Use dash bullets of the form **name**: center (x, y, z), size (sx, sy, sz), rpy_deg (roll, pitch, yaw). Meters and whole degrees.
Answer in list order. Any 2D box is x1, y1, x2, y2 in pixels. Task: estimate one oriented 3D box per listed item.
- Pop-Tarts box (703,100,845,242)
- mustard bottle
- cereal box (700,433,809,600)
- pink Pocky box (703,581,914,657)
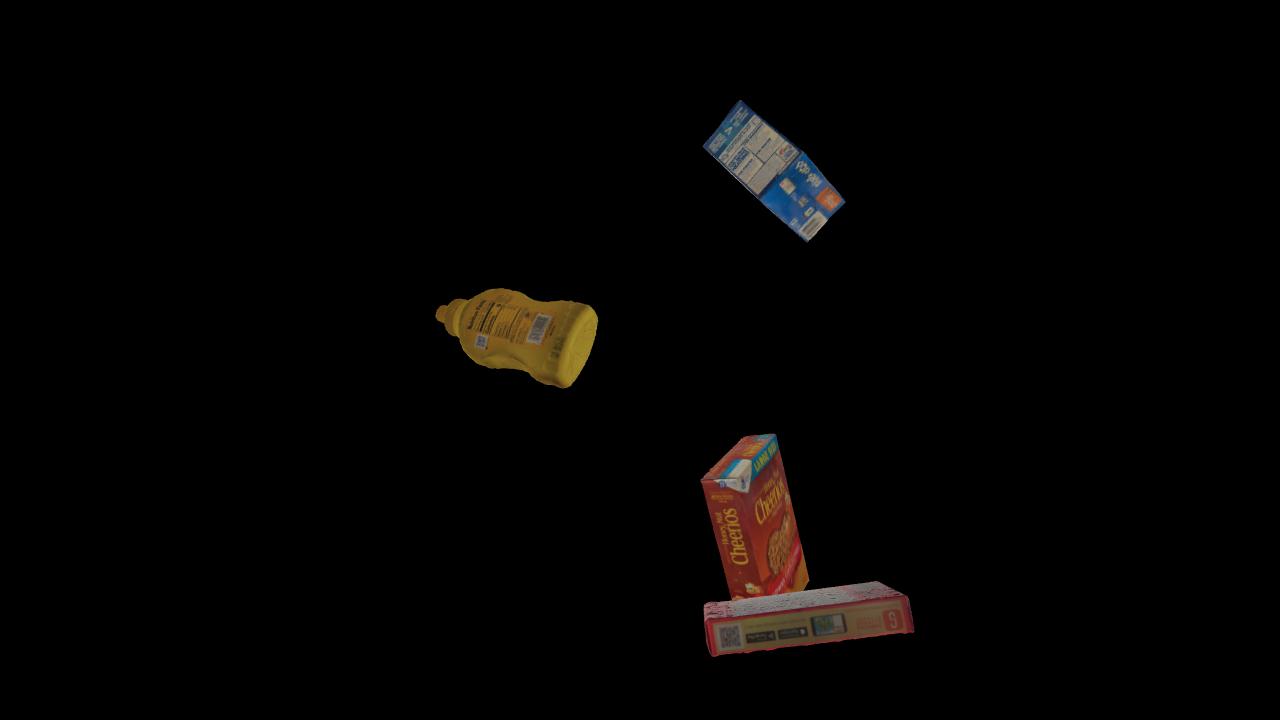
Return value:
- **Pop-Tarts box**: center (0.194, -0.266, 0.880), size (0.167, 0.083, 0.141), rpy_deg (18, 30, -52)
- **mustard bottle**: center (-0.142, -0.033, 0.659), size (0.184, 0.092, 0.054), rpy_deg (13, -15, 21)
- **cereal box**: center (0.213, 0.309, 1.100), size (0.081, 0.306, 0.203), rpy_deg (-9, 9, 32)
- **pink Pocky box**: center (0.129, 0.208, 0.499), size (0.155, 0.029, 0.084), rpy_deg (-8, -13, 3)
